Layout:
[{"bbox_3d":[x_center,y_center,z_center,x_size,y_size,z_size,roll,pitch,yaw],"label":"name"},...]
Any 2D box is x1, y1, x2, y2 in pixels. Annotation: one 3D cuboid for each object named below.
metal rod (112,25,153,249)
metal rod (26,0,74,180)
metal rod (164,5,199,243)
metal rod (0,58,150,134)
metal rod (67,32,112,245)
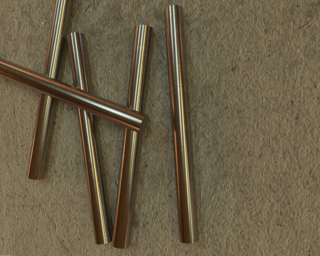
[{"bbox_3d":[-0.038,0.013,0.422,0.025,0.025,0.298,7,92,20],"label":"metal rod"},{"bbox_3d":[-0.164,-0.070,0.466,0.025,0.025,0.298,12,94,19],"label":"metal rod"},{"bbox_3d":[0.027,-0.006,0.399,0.025,0.025,0.298,-4,89,20],"label":"metal rod"},{"bbox_3d":[-0.152,-0.057,0.434,0.301,0.025,0.025,22,97,18],"label":"metal rod"},{"bbox_3d":[-0.101,0.012,0.444,0.025,0.025,0.298,-10,87,20],"label":"metal rod"}]
